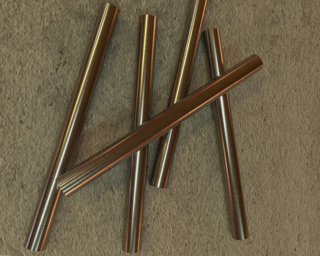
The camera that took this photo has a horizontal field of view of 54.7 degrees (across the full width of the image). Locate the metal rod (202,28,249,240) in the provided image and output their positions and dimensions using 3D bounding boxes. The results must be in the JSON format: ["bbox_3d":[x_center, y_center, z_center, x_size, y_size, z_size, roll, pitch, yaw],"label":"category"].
[{"bbox_3d":[0.094,0.011,0.443,0.025,0.025,0.298,-10,94,-20],"label":"metal rod"}]

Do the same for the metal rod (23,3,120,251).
[{"bbox_3d":[-0.103,-0.006,0.370,0.025,0.025,0.299,18,84,-19],"label":"metal rod"}]

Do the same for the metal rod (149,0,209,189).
[{"bbox_3d":[0.030,-0.068,0.419,0.025,0.025,0.299,14,85,-20],"label":"metal rod"}]

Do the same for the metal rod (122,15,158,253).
[{"bbox_3d":[-0.026,0.006,0.399,0.025,0.025,0.298,5,89,-20],"label":"metal rod"}]

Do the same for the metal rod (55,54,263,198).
[{"bbox_3d":[0.012,-0.012,0.385,0.302,0.025,0.025,-33,101,-17],"label":"metal rod"}]
